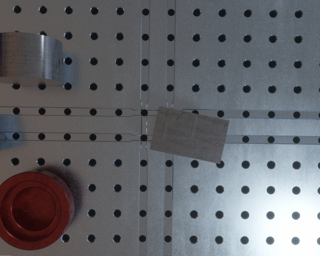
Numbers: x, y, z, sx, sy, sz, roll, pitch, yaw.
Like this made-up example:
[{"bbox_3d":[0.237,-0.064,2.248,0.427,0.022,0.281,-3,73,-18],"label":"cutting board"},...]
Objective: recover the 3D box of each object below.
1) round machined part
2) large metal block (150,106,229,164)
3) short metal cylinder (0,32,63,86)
[{"bbox_3d":[-0.160,0.103,0.404,0.099,0.042,0.097,0,90,0],"label":"round machined part"},{"bbox_3d":[0.033,0.008,0.386,0.080,0.080,0.050,12,90,0],"label":"large metal block"},{"bbox_3d":[-0.163,-0.082,0.384,0.081,0.080,0.050,0,90,0],"label":"short metal cylinder"}]
